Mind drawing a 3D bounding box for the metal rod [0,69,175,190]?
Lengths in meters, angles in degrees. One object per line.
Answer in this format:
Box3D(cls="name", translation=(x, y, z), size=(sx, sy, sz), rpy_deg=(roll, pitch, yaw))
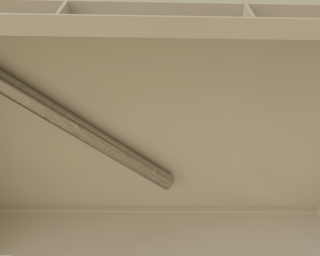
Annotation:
Box3D(cls="metal rod", translation=(-0.097, 0.008, 0.414), size=(0.301, 0.025, 0.025), rpy_deg=(35, 122, -26))
